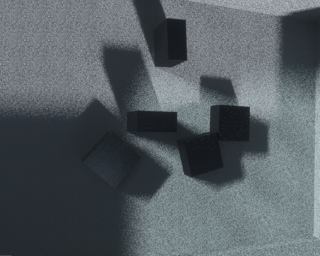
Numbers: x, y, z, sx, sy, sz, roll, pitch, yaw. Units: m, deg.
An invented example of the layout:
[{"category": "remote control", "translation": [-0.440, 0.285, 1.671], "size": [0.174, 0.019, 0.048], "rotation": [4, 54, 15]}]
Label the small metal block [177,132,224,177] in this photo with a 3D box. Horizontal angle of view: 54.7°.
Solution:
[{"category": "small metal block", "translation": [0.056, 0.036, 0.431], "size": [0.050, 0.025, 0.050], "rotation": [-14, 95, -19]}]

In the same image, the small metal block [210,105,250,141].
[{"category": "small metal block", "translation": [0.101, -0.006, 0.447], "size": [0.050, 0.025, 0.050], "rotation": [2, 89, -20]}]

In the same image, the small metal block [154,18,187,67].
[{"category": "small metal block", "translation": [0.012, -0.108, 0.401], "size": [0.025, 0.050, 0.050], "rotation": [-2, 91, -20]}]

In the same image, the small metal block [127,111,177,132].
[{"category": "small metal block", "translation": [-0.011, -0.008, 0.393], "size": [0.050, 0.050, 0.025], "rotation": [1, 90, -20]}]

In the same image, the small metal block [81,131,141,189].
[{"category": "small metal block", "translation": [-0.061, 0.039, 0.388], "size": [0.050, 0.025, 0.050], "rotation": [44, 76, -15]}]
